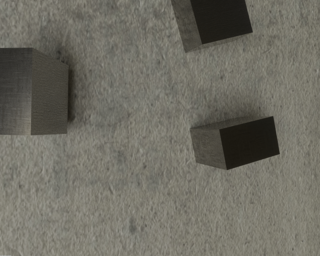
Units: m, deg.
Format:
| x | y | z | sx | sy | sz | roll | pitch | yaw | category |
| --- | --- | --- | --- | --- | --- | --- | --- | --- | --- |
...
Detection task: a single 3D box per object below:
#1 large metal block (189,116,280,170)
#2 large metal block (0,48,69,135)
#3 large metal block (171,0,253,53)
| x | y | z | sx | sy | sz | roll | pitch | yaw | category |
| --- | --- | --- | --- | --- | --- | --- | --- | --- | --- |
| 0.098 | 0.017 | 0.417 | 0.081 | 0.080 | 0.050 | -13 | 95 | -20 | large metal block |
| -0.136 | -0.033 | 0.322 | 0.050 | 0.080 | 0.079 | 1 | 90 | 6 | large metal block |
| 0.069 | -0.155 | 0.422 | 0.081 | 0.050 | 0.080 | -18 | 97 | -19 | large metal block |
